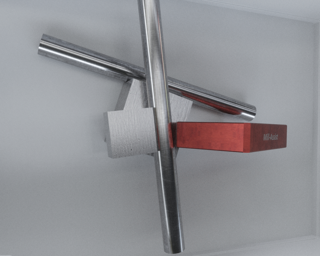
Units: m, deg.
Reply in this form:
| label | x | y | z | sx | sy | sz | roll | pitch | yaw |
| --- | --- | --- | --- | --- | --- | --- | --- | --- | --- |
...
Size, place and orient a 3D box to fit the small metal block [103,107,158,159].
| label | x | y | z | sx | sy | sz | roll | pitch | yaw |
| --- | --- | --- | --- | --- | --- | --- | --- | --- | --- |
| small metal block | -0.033 | 0.005 | 0.344 | 0.050 | 0.025 | 0.050 | -7 | 92 | -21 |

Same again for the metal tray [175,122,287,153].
| label | x | y | z | sx | sy | sz | roll | pitch | yaw |
| --- | --- | --- | --- | --- | --- | --- | --- | --- | --- |
| metal tray | 0.091 | 0.009 | 0.381 | 0.131 | 0.090 | 0.030 | 1 | 91 | -52 |

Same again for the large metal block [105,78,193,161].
| label | x | y | z | sx | sy | sz | roll | pitch | yaw |
| --- | --- | --- | --- | --- | --- | --- | --- | --- | --- |
| large metal block | -0.015 | -0.008 | 0.391 | 0.081 | 0.050 | 0.080 | 19 | 84 | -20 |

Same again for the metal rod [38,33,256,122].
| label | x | y | z | sx | sy | sz | roll | pitch | yaw |
| --- | --- | --- | --- | --- | --- | --- | --- | --- | --- |
| metal rod | -0.001 | -0.060 | 0.410 | 0.302 | 0.025 | 0.025 | 15 | 85 | -20 |

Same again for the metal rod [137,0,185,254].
| label | x | y | z | sx | sy | sz | roll | pitch | yaw |
| --- | --- | --- | --- | --- | --- | --- | --- | --- | --- |
| metal rod | 0.001 | -0.006 | 0.357 | 0.025 | 0.025 | 0.298 | -7 | 93 | -20 |
